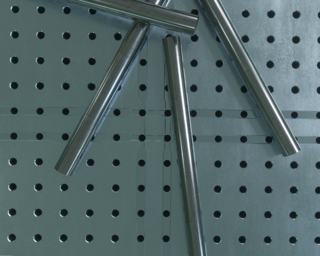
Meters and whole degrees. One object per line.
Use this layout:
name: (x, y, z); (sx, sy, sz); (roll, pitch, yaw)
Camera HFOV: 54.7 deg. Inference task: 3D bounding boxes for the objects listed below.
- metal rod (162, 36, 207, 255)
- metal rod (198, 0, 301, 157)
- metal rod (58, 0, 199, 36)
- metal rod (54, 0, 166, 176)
metal rod: (0.033, 0.029, 0.413); (0.025, 0.025, 0.298); (-7, 90, 0)
metal rod: (0.105, -0.099, 0.414); (0.025, 0.025, 0.299); (-29, 90, 0)
metal rod: (-0.099, -0.168, 0.395); (0.301, 0.025, 0.025); (17, 90, 6)
metal rod: (-0.058, -0.074, 0.412); (0.025, 0.025, 0.299); (28, 90, -1)
